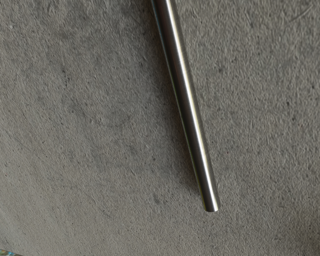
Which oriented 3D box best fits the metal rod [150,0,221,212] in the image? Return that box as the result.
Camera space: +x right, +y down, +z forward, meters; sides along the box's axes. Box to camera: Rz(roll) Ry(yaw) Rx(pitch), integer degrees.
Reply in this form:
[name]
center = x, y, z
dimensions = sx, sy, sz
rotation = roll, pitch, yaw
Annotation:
[metal rod]
center = 0.035, -0.021, 0.373
dimensions = 0.025, 0.025, 0.298
rotation = -2, 118, 29
